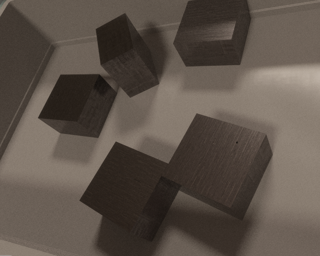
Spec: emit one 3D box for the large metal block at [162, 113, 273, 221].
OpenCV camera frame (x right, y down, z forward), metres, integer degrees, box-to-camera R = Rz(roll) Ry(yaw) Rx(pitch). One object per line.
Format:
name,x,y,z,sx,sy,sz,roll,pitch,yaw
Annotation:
large metal block,0.063,0.040,0.332,0.080,0.050,0.080,20,72,35

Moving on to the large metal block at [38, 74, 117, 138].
large metal block,-0.124,-0.035,0.474,0.080,0.050,0.080,5,64,30

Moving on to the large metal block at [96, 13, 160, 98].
large metal block,-0.048,-0.106,0.459,0.050,0.080,0.080,-24,53,13

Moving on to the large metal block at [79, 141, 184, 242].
large metal block,-0.031,0.072,0.361,0.080,0.050,0.080,19,72,35

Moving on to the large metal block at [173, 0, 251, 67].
large metal block,0.074,-0.134,0.432,0.080,0.050,0.080,5,64,30
